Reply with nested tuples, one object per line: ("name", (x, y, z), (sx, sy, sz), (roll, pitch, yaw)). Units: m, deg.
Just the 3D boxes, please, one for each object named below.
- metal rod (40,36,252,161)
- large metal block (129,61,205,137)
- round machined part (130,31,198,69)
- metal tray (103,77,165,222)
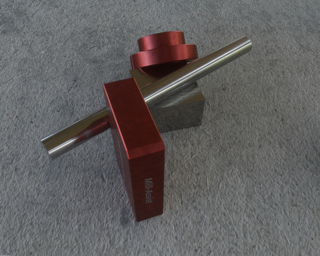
("metal rod", (0.002, -0.048, 0.378), (0.302, 0.025, 0.025), (-31, 57, -24))
("large metal block", (0.007, -0.041, 0.422), (0.081, 0.050, 0.080), (-11, 51, -10))
("round machined part", (0.004, -0.113, 0.452), (0.099, 0.042, 0.098), (-9, 8, 2))
("metal tray", (-0.025, 0.026, 0.313), (0.030, 0.129, 0.090), (-15, 52, -12))
